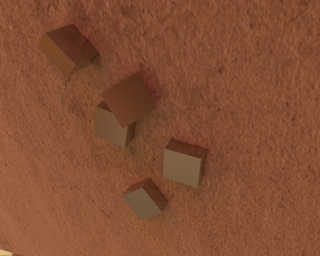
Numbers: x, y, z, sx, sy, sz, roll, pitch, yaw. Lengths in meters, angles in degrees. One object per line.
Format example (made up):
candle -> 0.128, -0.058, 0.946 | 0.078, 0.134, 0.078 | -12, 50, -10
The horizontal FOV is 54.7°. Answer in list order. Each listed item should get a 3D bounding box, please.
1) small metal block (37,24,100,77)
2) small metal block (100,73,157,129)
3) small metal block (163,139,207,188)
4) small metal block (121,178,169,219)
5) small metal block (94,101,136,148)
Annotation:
small metal block -> -0.113, -0.098, 0.388 | 0.050, 0.050, 0.025 | 47, 129, -5
small metal block -> -0.039, -0.035, 0.387 | 0.050, 0.025, 0.050 | -33, 104, -4
small metal block -> 0.033, 0.048, 0.418 | 0.050, 0.025, 0.050 | 15, 124, 19
small metal block -> -0.023, 0.111, 0.487 | 0.050, 0.025, 0.050 | -29, 103, 37
small metal block -> -0.063, -0.006, 0.434 | 0.050, 0.025, 0.050 | 22, 127, 14
